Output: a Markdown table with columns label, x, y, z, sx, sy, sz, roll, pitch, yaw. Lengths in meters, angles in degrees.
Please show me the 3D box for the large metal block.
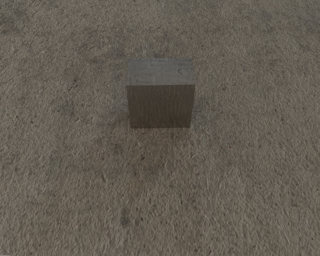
| label | x | y | z | sx | sy | sz | roll | pitch | yaw |
| --- | --- | --- | --- | --- | --- | --- | --- | --- | --- |
| large metal block | 0.000 | -0.044 | 0.406 | 0.081 | 0.080 | 0.050 | -1 | 50 | -1 |
